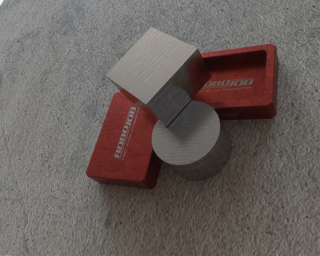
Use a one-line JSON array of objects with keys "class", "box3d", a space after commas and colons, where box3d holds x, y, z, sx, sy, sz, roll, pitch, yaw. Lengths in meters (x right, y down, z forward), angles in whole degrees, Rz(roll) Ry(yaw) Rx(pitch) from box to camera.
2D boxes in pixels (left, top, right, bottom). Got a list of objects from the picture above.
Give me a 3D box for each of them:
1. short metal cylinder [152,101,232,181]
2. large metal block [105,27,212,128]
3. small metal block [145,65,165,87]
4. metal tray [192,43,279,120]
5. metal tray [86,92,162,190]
[{"class": "short metal cylinder", "box3d": [0.038, 0.015, 0.360, 0.080, 0.050, 0.080, -13, 56, 21]}, {"class": "large metal block", "box3d": [-0.002, -0.061, 0.361, 0.080, 0.050, 0.080, -48, 51, -6]}, {"class": "small metal block", "box3d": [-0.006, -0.061, 0.430, 0.050, 0.050, 0.025, 1, 62, 28]}, {"class": "metal tray", "box3d": [0.079, -0.055, 0.394, 0.130, 0.030, 0.090, -1, 61, 27]}, {"class": "metal tray", "box3d": [-0.036, 0.012, 0.415, 0.090, 0.030, 0.130, 1, 62, 28]}]
